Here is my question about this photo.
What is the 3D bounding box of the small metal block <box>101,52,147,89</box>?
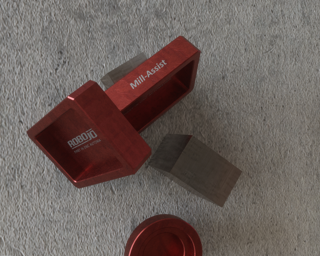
[{"bbox_3d":[-0.041,-0.065,0.380,0.050,0.050,0.025,-35,102,-17],"label":"small metal block"}]

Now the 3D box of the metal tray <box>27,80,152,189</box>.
[{"bbox_3d":[-0.079,0.015,0.323,0.090,0.130,0.030,52,50,-13],"label":"metal tray"}]

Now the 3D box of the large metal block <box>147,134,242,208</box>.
[{"bbox_3d":[0.041,0.051,0.395,0.080,0.080,0.050,36,79,-17],"label":"large metal block"}]

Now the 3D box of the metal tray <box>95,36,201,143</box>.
[{"bbox_3d":[-0.012,-0.040,0.368,0.130,0.090,0.030,-40,73,-16],"label":"metal tray"}]

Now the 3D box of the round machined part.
[{"bbox_3d":[0.001,0.160,0.401,0.099,0.042,0.097,0,90,-20],"label":"round machined part"}]
